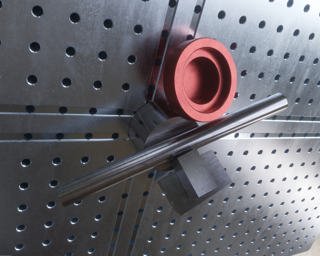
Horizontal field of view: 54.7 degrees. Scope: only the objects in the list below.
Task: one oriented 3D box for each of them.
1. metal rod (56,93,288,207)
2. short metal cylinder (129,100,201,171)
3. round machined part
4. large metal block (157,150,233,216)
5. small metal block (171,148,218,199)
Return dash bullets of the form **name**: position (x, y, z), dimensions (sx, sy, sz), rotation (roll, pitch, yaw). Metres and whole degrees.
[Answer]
- **metal rod**: position (0.027, 0.019, 0.374), dimensions (0.302, 0.025, 0.025), rotation (-22, 127, -16)
- **short metal cylinder**: position (0.006, 0.009, 0.405), dimensions (0.081, 0.050, 0.079), rotation (-14, 125, -21)
- **round machined part**: position (0.044, -0.057, 0.375), dimensions (0.099, 0.042, 0.097), rotation (-5, 99, -34)
- **large metal block**: position (0.045, 0.077, 0.439), dimensions (0.080, 0.050, 0.080), rotation (-31, 173, -9)
- **small metal block**: position (0.040, 0.056, 0.374), dimensions (0.025, 0.050, 0.050), rotation (-26, 170, -12)
